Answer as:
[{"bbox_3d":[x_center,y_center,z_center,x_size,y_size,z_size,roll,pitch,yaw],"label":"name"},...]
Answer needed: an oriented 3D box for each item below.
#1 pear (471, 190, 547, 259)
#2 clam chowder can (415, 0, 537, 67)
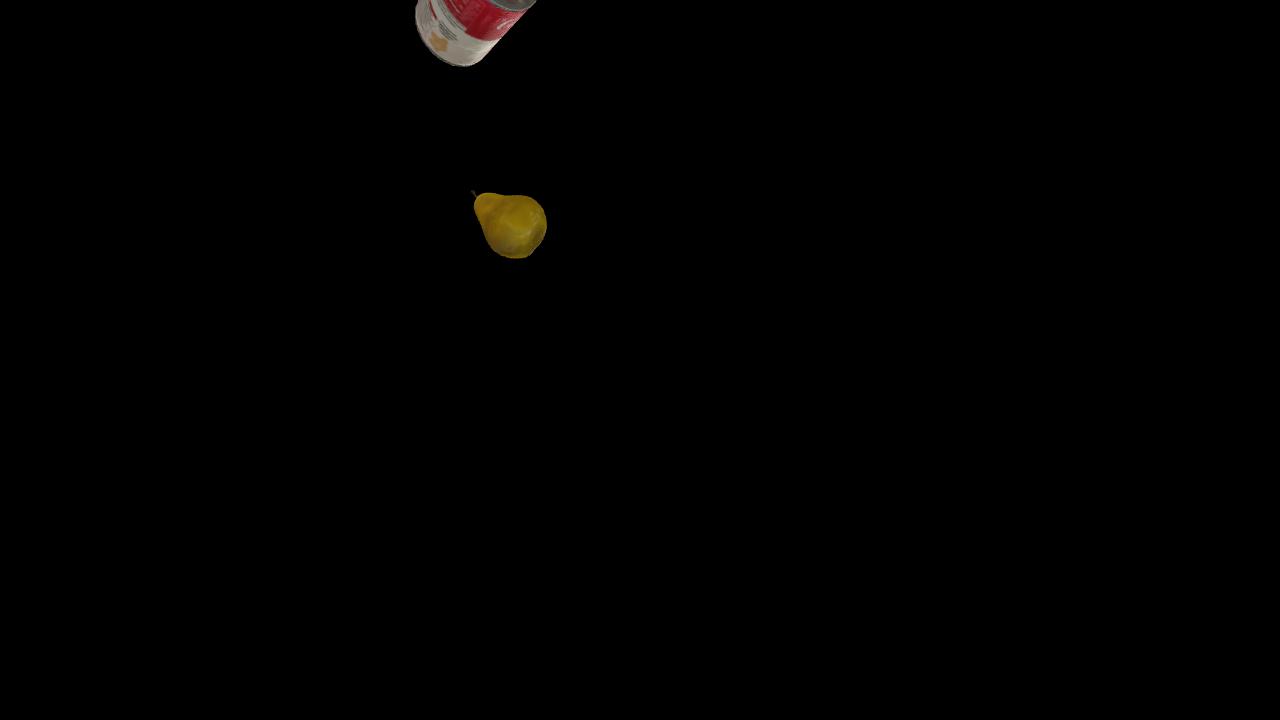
[{"bbox_3d":[-0.171,-0.174,0.747,0.111,0.080,0.080,30,4,7],"label":"pear"},{"bbox_3d":[-0.135,-0.294,0.501,0.068,0.068,0.102,0,-4,-39],"label":"clam chowder can"}]
